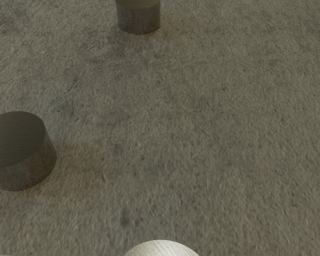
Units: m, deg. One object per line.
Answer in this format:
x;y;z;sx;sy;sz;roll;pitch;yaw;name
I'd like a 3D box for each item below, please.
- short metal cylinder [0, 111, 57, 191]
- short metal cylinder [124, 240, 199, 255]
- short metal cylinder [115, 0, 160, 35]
-0.169;0.026;0.363;0.081;0.050;0.080;0;50;0;short metal cylinder
0.001;0.141;0.253;0.081;0.050;0.080;5;32;-3;short metal cylinder
-0.039;-0.216;0.568;0.081;0.050;0.080;0;50;0;short metal cylinder
